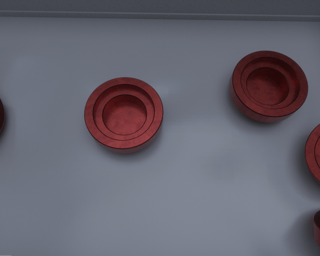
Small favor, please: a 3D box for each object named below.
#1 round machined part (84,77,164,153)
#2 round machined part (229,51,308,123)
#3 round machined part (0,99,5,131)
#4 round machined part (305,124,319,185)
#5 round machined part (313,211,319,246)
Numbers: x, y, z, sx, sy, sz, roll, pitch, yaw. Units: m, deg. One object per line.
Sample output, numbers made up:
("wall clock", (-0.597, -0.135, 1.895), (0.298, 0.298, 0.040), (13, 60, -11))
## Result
("round machined part", (-0.045, -0.014, 0.405), (0.099, 0.042, 0.098), (0, 70, -1))
("round machined part", (0.143, -0.053, 0.422), (0.099, 0.042, 0.098), (0, 70, -1))
("round machined part", (-0.253, -0.018, 0.385), (0.042, 0.099, 0.098), (-22, 66, 34))
("round machined part", (0.232, 0.036, 0.377), (0.098, 0.042, 0.098), (-10, 67, 24))
("round machined part", (0.220, 0.124, 0.335), (0.099, 0.098, 0.042), (-5, 99, -2))
